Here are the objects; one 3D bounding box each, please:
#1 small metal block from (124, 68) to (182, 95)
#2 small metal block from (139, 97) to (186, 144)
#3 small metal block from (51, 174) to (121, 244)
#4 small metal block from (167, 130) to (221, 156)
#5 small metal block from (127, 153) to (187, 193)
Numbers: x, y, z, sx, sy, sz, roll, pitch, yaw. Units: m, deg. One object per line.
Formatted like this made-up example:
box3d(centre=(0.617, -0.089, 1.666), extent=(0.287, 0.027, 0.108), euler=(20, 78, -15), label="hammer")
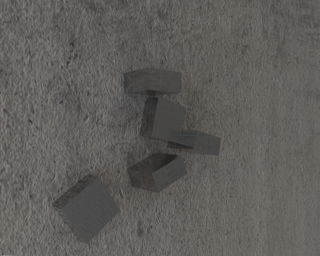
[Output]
box3d(centre=(-0.009, -0.055, 0.380), extent=(0.050, 0.050, 0.025), euler=(-1, 91, -40), label="small metal block")
box3d(centre=(0.004, -0.009, 0.408), extent=(0.050, 0.025, 0.050), euler=(16, 80, -39), label="small metal block")
box3d(centre=(-0.079, 0.087, 0.338), extent=(0.050, 0.025, 0.050), euler=(-41, 115, -32), label="small metal block")
box3d(centre=(0.047, 0.020, 0.428), extent=(0.050, 0.050, 0.025), euler=(16, 80, -39), label="small metal block")
box3d(centre=(-0.004, 0.054, 0.385), extent=(0.050, 0.050, 0.025), euler=(-26, 107, -37), label="small metal block")
